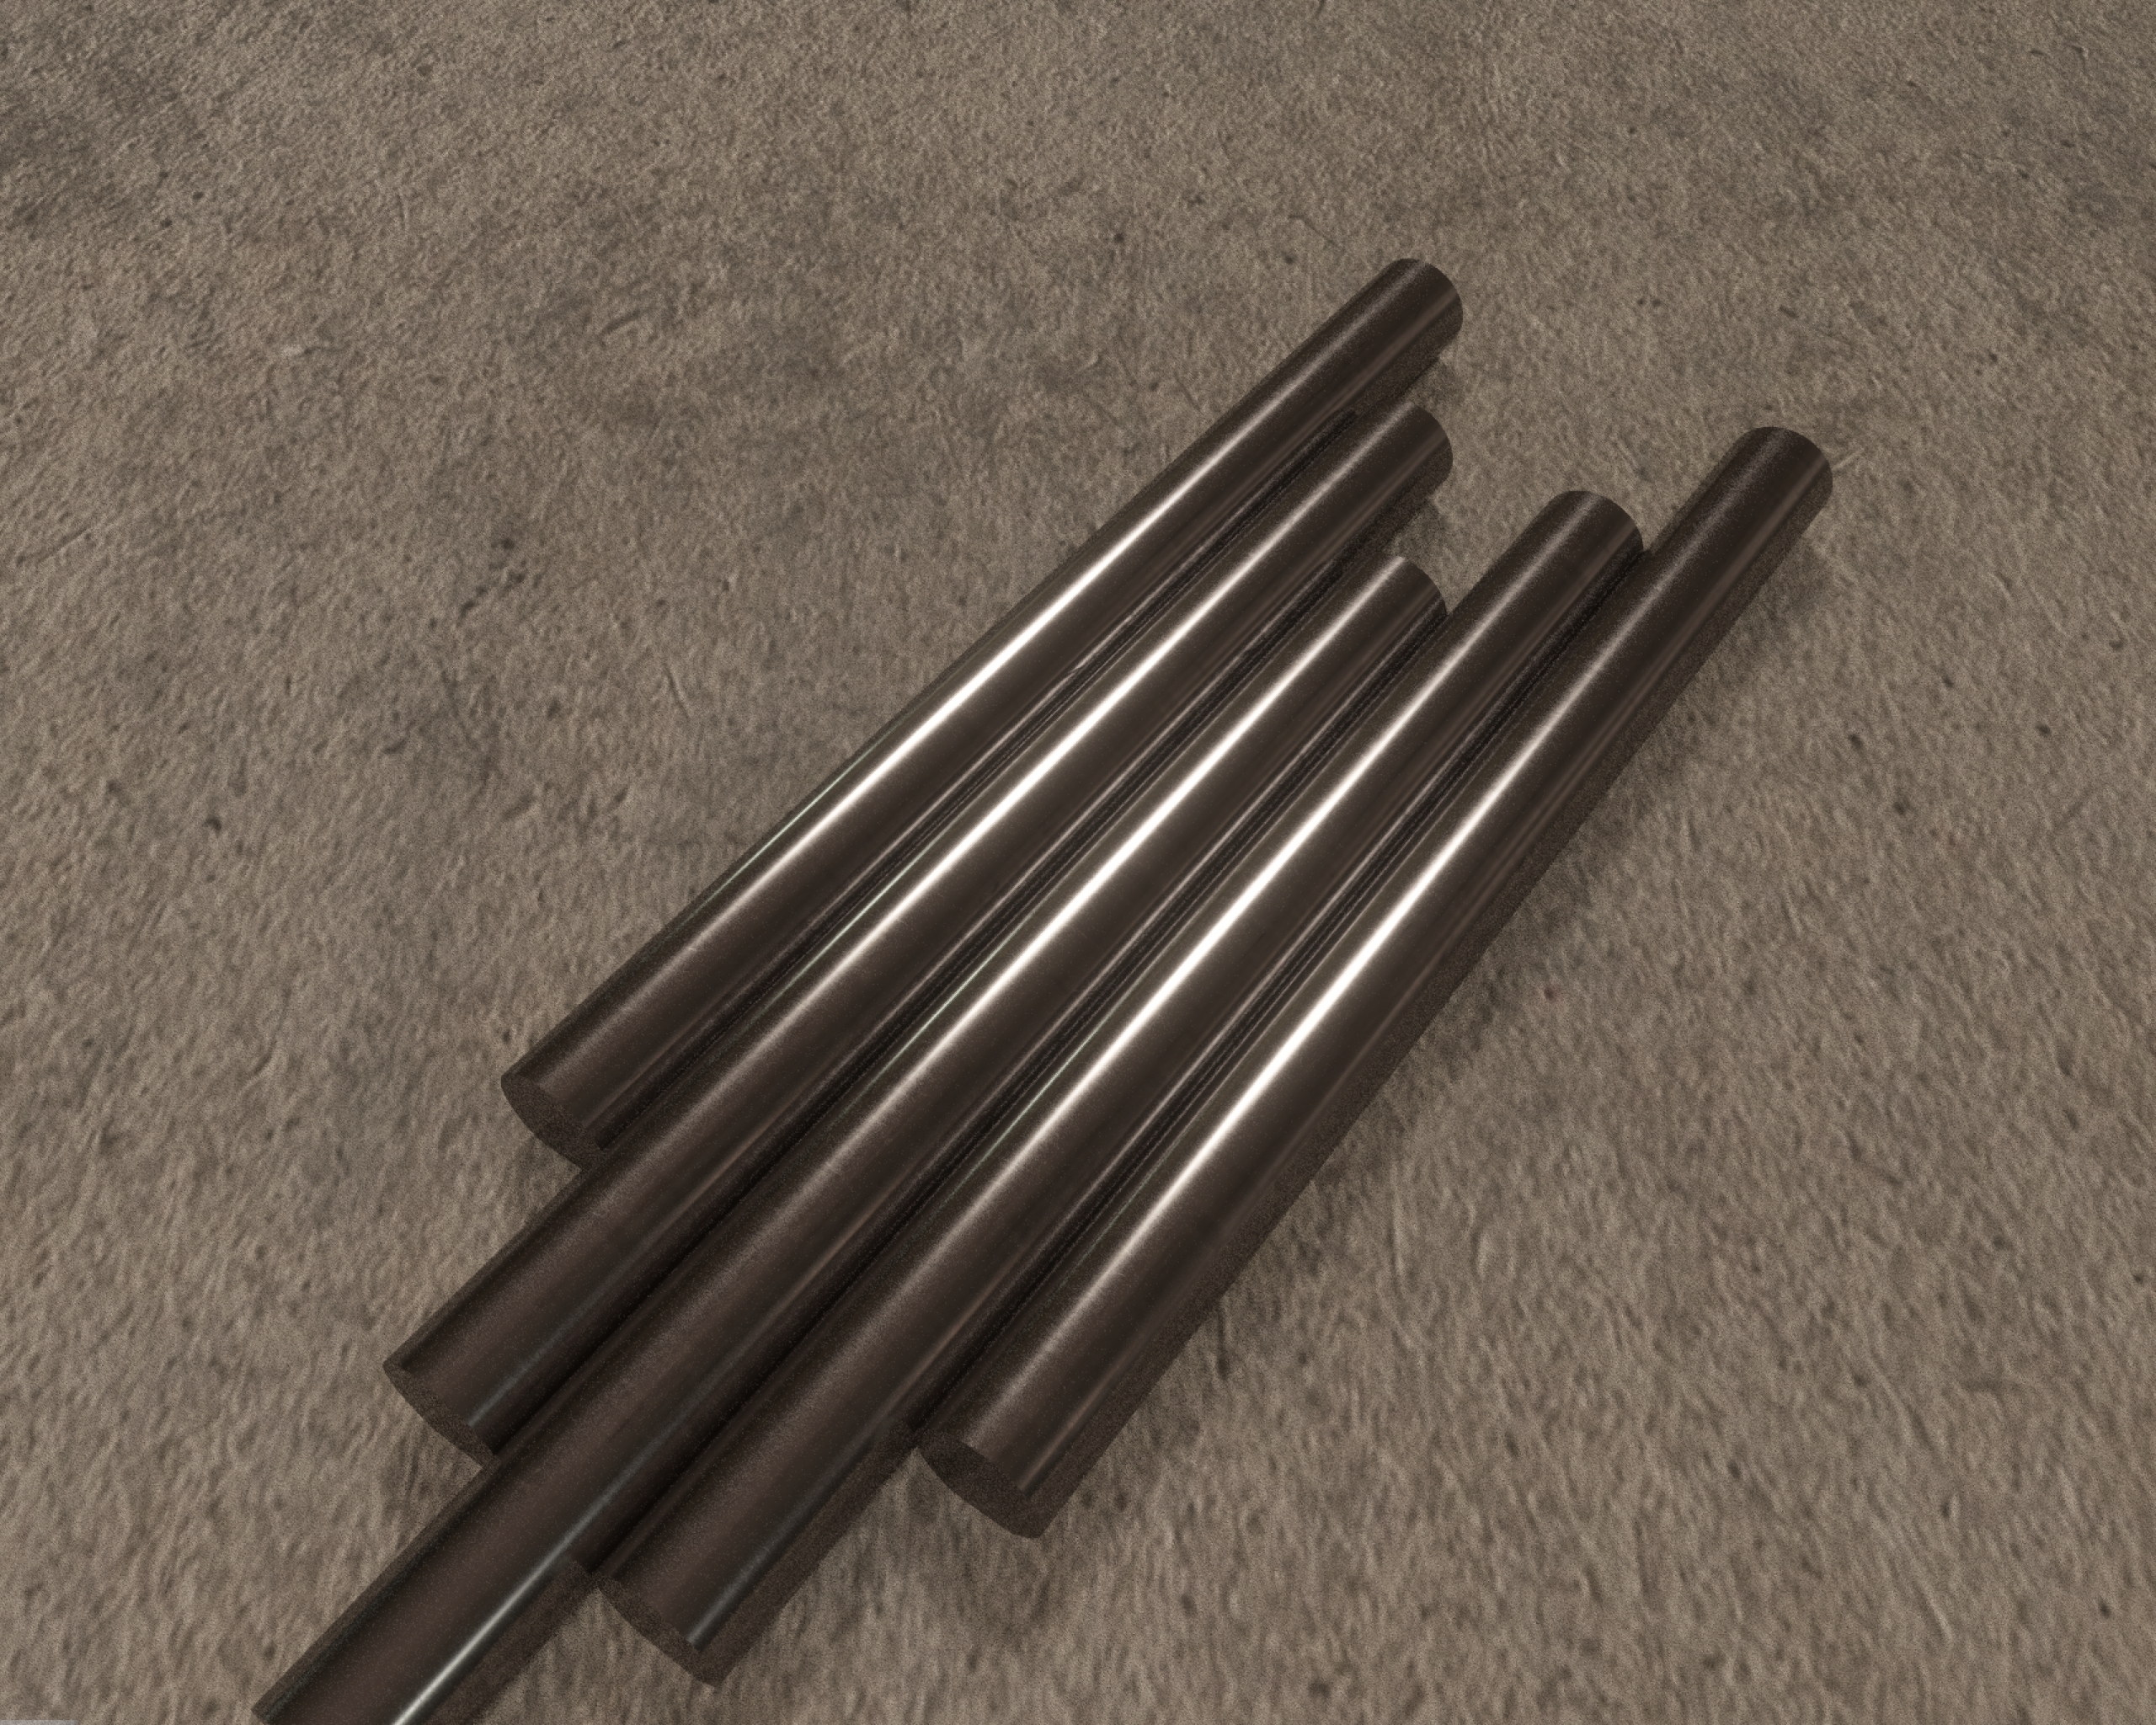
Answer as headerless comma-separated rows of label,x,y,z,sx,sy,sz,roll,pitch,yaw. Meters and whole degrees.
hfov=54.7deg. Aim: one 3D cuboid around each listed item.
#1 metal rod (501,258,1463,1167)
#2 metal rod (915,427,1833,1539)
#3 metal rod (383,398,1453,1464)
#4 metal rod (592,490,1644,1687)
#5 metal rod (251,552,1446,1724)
metal rod,-0.003,-0.047,0.444,0.025,0.025,0.301,29,56,22
metal rod,0.073,0.003,0.402,0.025,0.025,0.301,29,56,22
metal rod,-0.012,-0.005,0.409,0.025,0.025,0.301,29,56,22
metal rod,0.026,0.021,0.387,0.025,0.025,0.301,29,56,22
metal rod,-0.019,0.036,0.374,0.025,0.025,0.301,29,56,22
